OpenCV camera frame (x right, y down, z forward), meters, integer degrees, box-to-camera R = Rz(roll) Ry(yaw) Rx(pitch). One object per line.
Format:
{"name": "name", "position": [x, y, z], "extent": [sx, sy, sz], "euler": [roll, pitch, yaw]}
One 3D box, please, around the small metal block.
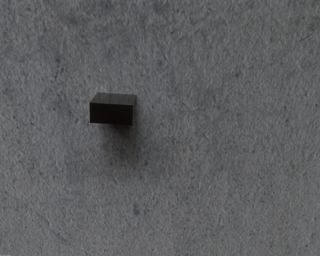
{"name": "small metal block", "position": [-0.057, -0.025, 0.387], "extent": [0.050, 0.050, 0.025], "euler": [3, 110, -1]}
